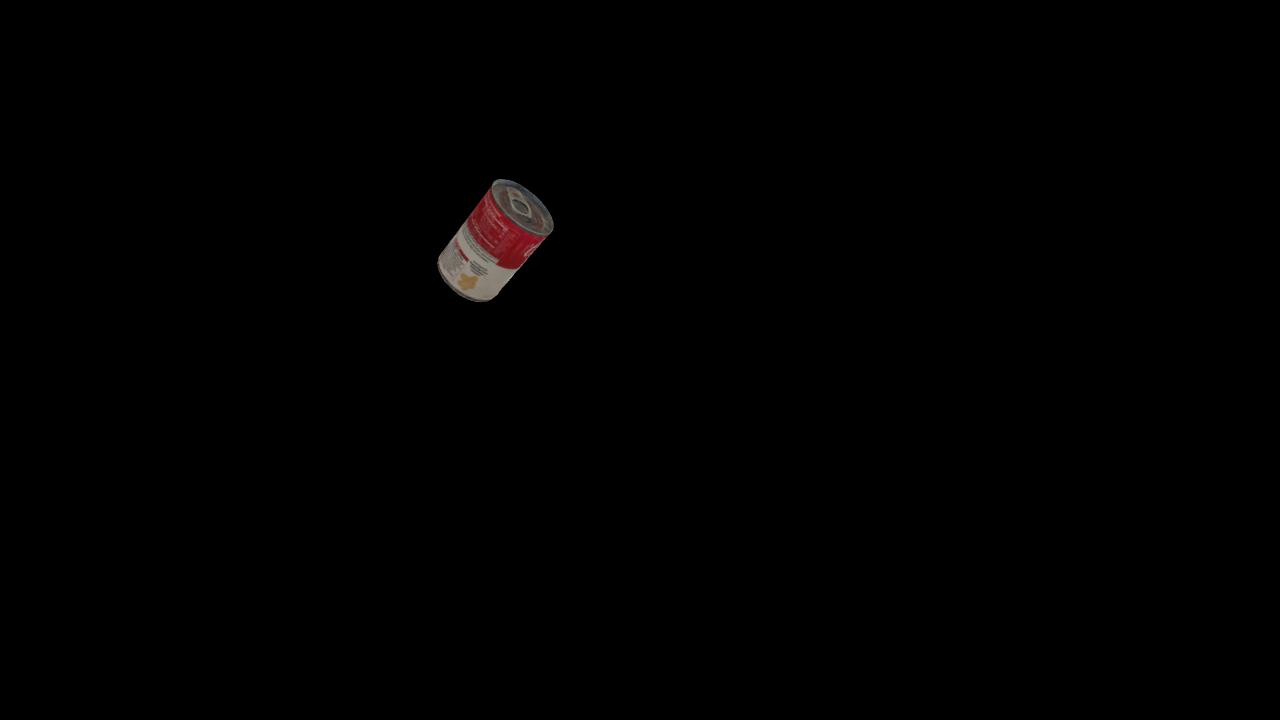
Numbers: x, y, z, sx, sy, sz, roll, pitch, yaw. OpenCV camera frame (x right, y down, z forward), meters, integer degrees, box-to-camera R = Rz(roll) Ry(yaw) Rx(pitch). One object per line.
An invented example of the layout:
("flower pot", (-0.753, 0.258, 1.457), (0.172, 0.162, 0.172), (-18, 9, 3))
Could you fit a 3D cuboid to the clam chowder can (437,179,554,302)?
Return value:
("clam chowder can", (-0.139, -0.111, 0.587), (0.102, 0.068, 0.068), (-41, -22, 28))
